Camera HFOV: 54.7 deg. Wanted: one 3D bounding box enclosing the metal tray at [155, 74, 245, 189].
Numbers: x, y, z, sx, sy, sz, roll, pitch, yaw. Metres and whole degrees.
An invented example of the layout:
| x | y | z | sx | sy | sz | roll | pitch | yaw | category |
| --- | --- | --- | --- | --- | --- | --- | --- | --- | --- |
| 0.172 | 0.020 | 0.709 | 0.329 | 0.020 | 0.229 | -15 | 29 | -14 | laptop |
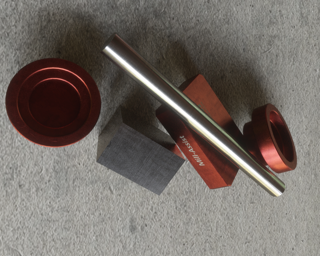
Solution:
| x | y | z | sx | sy | sz | roll | pitch | yaw | category |
| --- | --- | --- | --- | --- | --- | --- | --- | --- | --- |
| 0.061 | 0.004 | 0.409 | 0.130 | 0.030 | 0.090 | 53 | 45 | -13 | metal tray |

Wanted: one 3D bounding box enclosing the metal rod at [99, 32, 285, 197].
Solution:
| x | y | z | sx | sy | sz | roll | pitch | yaw | category |
| --- | --- | --- | --- | --- | --- | --- | --- | --- | --- |
| 0.056 | 0.001 | 0.365 | 0.301 | 0.025 | 0.025 | 38 | 78 | -26 | metal rod |

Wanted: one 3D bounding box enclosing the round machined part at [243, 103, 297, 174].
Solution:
| x | y | z | sx | sy | sz | roll | pitch | yaw | category |
| --- | --- | --- | --- | --- | --- | --- | --- | --- | --- |
| 0.154 | 0.017 | 0.442 | 0.098 | 0.042 | 0.098 | 31 | 48 | -41 | round machined part |

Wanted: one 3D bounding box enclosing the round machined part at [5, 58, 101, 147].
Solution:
| x | y | z | sx | sy | sz | roll | pitch | yaw | category |
| --- | --- | --- | --- | --- | --- | --- | --- | --- | --- |
| -0.121 | -0.028 | 0.356 | 0.099 | 0.042 | 0.097 | 0 | 90 | -21 | round machined part |

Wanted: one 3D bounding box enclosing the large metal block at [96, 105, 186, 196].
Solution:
| x | y | z | sx | sy | sz | roll | pitch | yaw | category |
| --- | --- | --- | --- | --- | --- | --- | --- | --- | --- |
| -0.025 | 0.023 | 0.365 | 0.080 | 0.080 | 0.050 | 32 | 99 | -17 | large metal block |
